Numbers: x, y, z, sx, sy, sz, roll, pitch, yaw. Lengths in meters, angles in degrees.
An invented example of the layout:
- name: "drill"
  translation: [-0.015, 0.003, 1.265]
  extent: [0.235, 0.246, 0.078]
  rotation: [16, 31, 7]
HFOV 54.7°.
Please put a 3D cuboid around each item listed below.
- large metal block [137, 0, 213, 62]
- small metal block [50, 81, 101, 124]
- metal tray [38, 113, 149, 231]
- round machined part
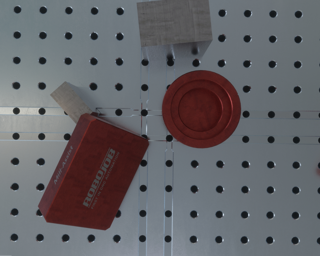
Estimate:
- name: "large metal block"
  translation: [0.016, -0.119, 0.386]
  extent: [0.080, 0.080, 0.050]
  rotation: [-6, 90, 0]
- name: "small metal block"
  translation: [-0.107, -0.030, 0.400]
  extent: [0.025, 0.050, 0.050]
  rotation: [-42, 90, 0]
- name: "metal tray"
  translation: [-0.079, 0.057, 0.385]
  extent: [0.090, 0.030, 0.129]
  rotation: [25, 90, -39]
- name: "round machined part"
  translation: [0.052, -0.024, 0.405]
  extent: [0.099, 0.042, 0.097]
  rotation: [0, 90, 0]
